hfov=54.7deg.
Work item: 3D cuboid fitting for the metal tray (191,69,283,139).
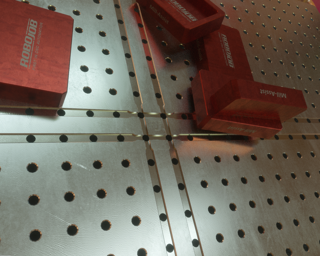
[{"bbox_3d":[0.117,-0.036,0.476,0.131,0.030,0.090,8,56,-21],"label":"metal tray"}]

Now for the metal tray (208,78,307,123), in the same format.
[{"bbox_3d":[0.135,-0.029,0.457,0.131,0.090,0.030,5,65,-26],"label":"metal tray"}]

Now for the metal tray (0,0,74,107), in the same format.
[{"bbox_3d":[-0.158,-0.093,0.378,0.091,0.030,0.130,9,58,-24],"label":"metal tray"}]

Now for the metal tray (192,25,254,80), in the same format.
[{"bbox_3d":[0.107,-0.127,0.543,0.091,0.030,0.130,8,58,-24],"label":"metal tray"}]

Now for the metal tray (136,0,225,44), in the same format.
[{"bbox_3d":[0.033,-0.204,0.522,0.091,0.030,0.130,-30,67,-28],"label":"metal tray"}]
